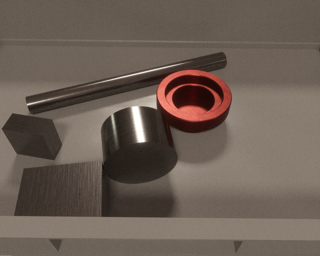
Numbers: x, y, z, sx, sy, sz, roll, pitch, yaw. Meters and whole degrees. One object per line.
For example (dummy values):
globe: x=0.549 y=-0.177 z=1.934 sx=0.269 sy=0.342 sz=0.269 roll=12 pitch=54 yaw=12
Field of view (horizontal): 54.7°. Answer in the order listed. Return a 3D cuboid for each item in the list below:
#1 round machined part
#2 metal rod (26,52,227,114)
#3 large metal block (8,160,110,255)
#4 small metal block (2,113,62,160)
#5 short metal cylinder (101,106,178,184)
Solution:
round machined part: x=0.045 y=-0.032 z=0.421 sx=0.099 sy=0.042 sz=0.098 roll=0 pitch=50 yaw=0
metal rod: x=-0.040 y=-0.071 z=0.463 sx=0.302 sy=0.025 sz=0.025 roll=-16 pitch=52 yaw=-13
large metal block: x=-0.096 y=0.084 z=0.316 sx=0.081 sy=0.050 sz=0.080 roll=-6 pitch=50 yaw=-3
small metal block: x=-0.154 y=0.011 z=0.377 sx=0.050 sy=0.050 sz=0.025 roll=9 pitch=51 yaw=7
short metal cylinder: x=-0.025 y=0.021 z=0.352 sx=0.081 sy=0.080 sz=0.050 roll=-8 pitch=51 yaw=-7
